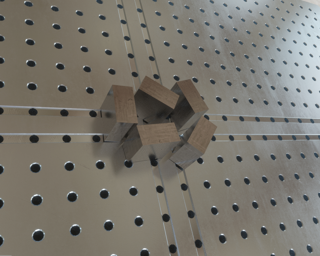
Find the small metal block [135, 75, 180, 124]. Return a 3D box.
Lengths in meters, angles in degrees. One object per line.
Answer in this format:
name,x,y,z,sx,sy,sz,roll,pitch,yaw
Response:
small metal block,-0.011,-0.033,0.406,0.050,0.050,0.025,30,53,-10

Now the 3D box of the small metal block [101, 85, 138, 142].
small metal block,-0.050,-0.016,0.374,0.025,0.050,0.050,3,61,-26

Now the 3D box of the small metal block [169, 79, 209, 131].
small metal block,0.033,-0.031,0.427,0.025,0.050,0.050,-17,70,-35

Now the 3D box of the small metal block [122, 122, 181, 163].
small metal block,-0.011,0.018,0.374,0.050,0.050,0.025,-5,64,-31

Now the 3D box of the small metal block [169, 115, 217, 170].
small metal block,0.043,0.019,0.402,0.025,0.050,0.050,36,51,-3
